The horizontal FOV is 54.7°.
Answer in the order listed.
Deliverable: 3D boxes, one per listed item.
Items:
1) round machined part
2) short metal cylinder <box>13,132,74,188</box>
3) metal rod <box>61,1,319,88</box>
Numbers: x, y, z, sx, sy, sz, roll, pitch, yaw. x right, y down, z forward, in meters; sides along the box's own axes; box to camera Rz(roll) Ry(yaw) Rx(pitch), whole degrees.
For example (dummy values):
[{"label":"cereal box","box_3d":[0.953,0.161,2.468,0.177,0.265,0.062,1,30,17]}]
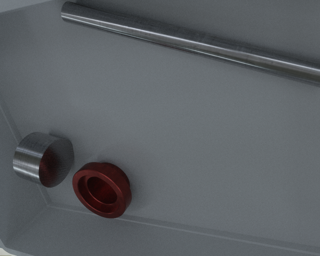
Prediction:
[{"label":"round machined part","box_3d":[-0.088,0.095,0.501,0.098,0.042,0.097,13,124,20]},{"label":"short metal cylinder","box_3d":[-0.186,0.050,0.499,0.050,0.080,0.079,14,124,20]},{"label":"metal rod","box_3d":[0.024,-0.095,0.335,0.301,0.025,0.025,19,126,16]}]
